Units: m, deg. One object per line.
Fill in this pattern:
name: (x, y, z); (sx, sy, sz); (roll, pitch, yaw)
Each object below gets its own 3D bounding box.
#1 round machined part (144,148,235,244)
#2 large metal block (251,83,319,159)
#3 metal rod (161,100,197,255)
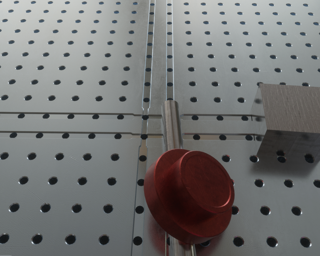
round machined part: (0.036, 0.062, 0.316); (0.099, 0.042, 0.098); (23, 44, -23)
large metal block: (0.168, -0.010, 0.401); (0.080, 0.050, 0.080); (4, 50, 3)
metal rod: (0.021, 0.084, 0.336); (0.025, 0.025, 0.300); (-2, 50, -2)
